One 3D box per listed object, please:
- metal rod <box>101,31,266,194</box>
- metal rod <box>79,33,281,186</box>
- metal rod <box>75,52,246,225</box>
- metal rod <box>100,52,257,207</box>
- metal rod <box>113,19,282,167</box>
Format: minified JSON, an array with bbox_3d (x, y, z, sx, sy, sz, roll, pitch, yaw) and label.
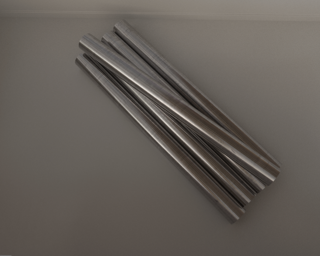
[{"bbox_3d":[0.026,-0.030,0.419,0.025,0.025,0.300,-41,75,-14],"label":"metal rod"},{"bbox_3d":[0.016,-0.030,0.392,0.300,0.025,0.025,37,74,12],"label":"metal rod"},{"bbox_3d":[-0.009,0.004,0.407,0.025,0.025,0.300,-41,75,-14],"label":"metal rod"},{"bbox_3d":[0.007,-0.015,0.414,0.025,0.025,0.300,-41,75,-14],"label":"metal rod"},{"bbox_3d":[0.042,-0.049,0.426,0.025,0.025,0.300,-41,75,-14],"label":"metal rod"}]
